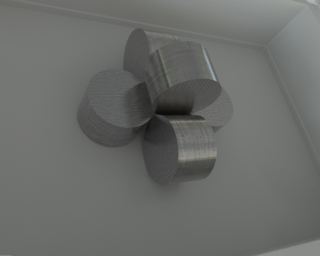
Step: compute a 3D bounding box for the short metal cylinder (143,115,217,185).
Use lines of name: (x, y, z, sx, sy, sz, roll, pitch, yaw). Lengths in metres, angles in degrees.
short metal cylinder: (0.021, 0.024, 0.364, 0.050, 0.080, 0.080, -2, 63, -30)

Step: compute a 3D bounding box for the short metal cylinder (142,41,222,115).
short metal cylinder: (0.024, -0.053, 0.357, 0.081, 0.080, 0.050, -1, 62, -29)

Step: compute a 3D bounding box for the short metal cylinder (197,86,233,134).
short metal cylinder: (0.054, -0.026, 0.431, 0.081, 0.050, 0.080, 14, 56, -21)

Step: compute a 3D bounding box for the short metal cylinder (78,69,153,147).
short metal cylinder: (-0.053, -0.024, 0.373, 0.081, 0.050, 0.080, 14, 56, -21)

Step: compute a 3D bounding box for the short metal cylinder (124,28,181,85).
short metal cylinder: (-0.010, -0.090, 0.417, 0.050, 0.080, 0.080, -2, 63, -30)
